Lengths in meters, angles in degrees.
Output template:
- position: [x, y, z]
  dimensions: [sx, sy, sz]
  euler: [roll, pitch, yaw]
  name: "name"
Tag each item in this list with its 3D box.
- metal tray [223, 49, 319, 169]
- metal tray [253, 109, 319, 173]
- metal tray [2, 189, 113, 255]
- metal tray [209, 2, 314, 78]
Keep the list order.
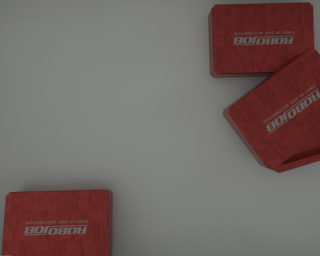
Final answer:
- position: [0.156, -0.023, 0.380]
  dimensions: [0.130, 0.030, 0.090]
  euler: [-36, 90, 0]
  name: "metal tray"
- position: [0.197, -0.002, 0.411]
  dimensions: [0.131, 0.030, 0.090]
  euler: [-17, 90, -1]
  name: "metal tray"
- position: [-0.129, 0.126, 0.398]
  dimensions: [0.131, 0.030, 0.090]
  euler: [-1, 78, -1]
  name: "metal tray"
- position: [0.133, -0.115, 0.411]
  dimensions: [0.131, 0.030, 0.089]
  euler: [-2, 90, -1]
  name: "metal tray"
